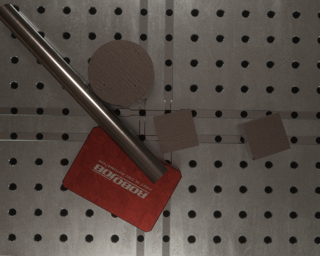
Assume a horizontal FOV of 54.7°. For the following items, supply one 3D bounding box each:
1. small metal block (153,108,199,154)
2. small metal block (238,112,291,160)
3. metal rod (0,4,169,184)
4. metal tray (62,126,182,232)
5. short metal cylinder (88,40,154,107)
[{"bbox_3d":[0.021,0.004,0.414,0.050,0.025,0.050,-13,90,-1],"label":"small metal block"},{"bbox_3d":[0.139,0.011,0.415,0.050,0.025,0.050,-18,90,-1],"label":"small metal block"},{"bbox_3d":[-0.102,-0.048,0.392,0.025,0.025,0.300,-44,83,0],"label":"metal rod"},{"bbox_3d":[-0.048,0.066,0.410,0.130,0.030,0.090,29,90,-1],"label":"metal tray"},{"bbox_3d":[-0.047,-0.067,0.400,0.081,0.050,0.079,0,90,-1],"label":"short metal cylinder"}]
